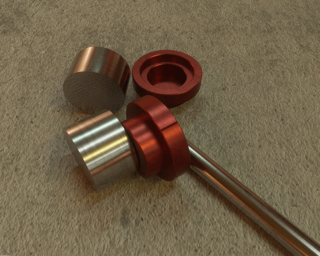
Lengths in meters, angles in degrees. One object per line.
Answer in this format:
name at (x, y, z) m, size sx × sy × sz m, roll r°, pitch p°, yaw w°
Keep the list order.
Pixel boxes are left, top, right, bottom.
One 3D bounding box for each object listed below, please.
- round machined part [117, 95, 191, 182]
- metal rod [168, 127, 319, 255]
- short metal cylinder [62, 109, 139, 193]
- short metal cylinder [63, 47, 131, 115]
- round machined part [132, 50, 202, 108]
round machined part at (-0.013, 0.016, 0.342) m, size 0.042 × 0.097 × 0.098 m, roll -28°, pitch 56°, yaw -22°
metal rod at (0.110, 0.093, 0.326) m, size 0.025 × 0.025 × 0.300 m, roll -36°, pitch 59°, yaw -26°
short metal cylinder at (-0.067, 0.025, 0.346) m, size 0.050 × 0.080 × 0.080 m, roll -28°, pitch 56°, yaw -21°
short metal cylinder at (-0.083, -0.062, 0.418) m, size 0.080 × 0.080 × 0.050 m, roll 4°, pitch 50°, yaw 3°
round machined part at (0.010, -0.067, 0.449) m, size 0.099 × 0.042 × 0.098 m, roll 0°, pitch 50°, yaw 0°
